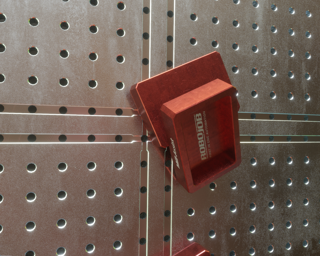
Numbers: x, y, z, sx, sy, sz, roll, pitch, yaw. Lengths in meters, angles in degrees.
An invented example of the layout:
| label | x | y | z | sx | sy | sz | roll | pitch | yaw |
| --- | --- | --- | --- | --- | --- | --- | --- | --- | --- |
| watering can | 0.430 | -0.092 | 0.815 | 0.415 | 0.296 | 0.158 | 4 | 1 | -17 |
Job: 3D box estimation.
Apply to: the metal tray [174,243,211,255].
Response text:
| label | x | y | z | sx | sy | sz | roll | pitch | yaw |
| --- | --- | --- | --- | --- | --- | --- | --- | --- | --- |
| metal tray | 0.045 | 0.239 | 0.426 | 0.091 | 0.030 | 0.129 | -25 | 98 | -18 |

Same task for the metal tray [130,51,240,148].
| label | x | y | z | sx | sy | sz | roll | pitch | yaw |
| --- | --- | --- | --- | --- | --- | --- | --- | --- | --- |
| metal tray | 0.037 | -0.040 | 0.423 | 0.131 | 0.030 | 0.090 | -26 | 99 | -18 |

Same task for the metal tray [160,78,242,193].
| label | x | y | z | sx | sy | sz | roll | pitch | yaw |
| --- | --- | --- | --- | --- | --- | --- | --- | --- | --- |
| metal tray | 0.058 | 0.013 | 0.400 | 0.091 | 0.030 | 0.129 | -26 | 126 | -18 |
